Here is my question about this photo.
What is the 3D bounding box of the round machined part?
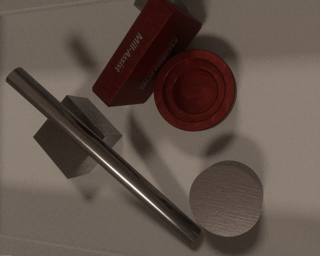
[{"bbox_3d":[0.046,-0.045,0.385,0.098,0.042,0.097,0,90,19],"label":"round machined part"}]

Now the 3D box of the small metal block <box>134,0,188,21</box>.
[{"bbox_3d":[0.002,-0.154,0.396,0.050,0.050,0.025,23,97,18],"label":"small metal block"}]

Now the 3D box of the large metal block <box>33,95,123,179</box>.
[{"bbox_3d":[-0.115,0.012,0.436,0.080,0.050,0.080,46,104,14],"label":"large metal block"}]

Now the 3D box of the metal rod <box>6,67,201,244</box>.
[{"bbox_3d":[-0.067,0.036,0.386,0.300,0.025,0.025,42,104,-4],"label":"metal rod"}]

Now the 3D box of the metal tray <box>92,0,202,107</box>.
[{"bbox_3d":[-0.014,-0.085,0.369,0.030,0.090,0.129,45,113,14],"label":"metal tray"}]

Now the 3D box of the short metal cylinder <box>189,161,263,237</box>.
[{"bbox_3d":[0.080,0.081,0.369,0.080,0.050,0.079,0,90,19],"label":"short metal cylinder"}]
